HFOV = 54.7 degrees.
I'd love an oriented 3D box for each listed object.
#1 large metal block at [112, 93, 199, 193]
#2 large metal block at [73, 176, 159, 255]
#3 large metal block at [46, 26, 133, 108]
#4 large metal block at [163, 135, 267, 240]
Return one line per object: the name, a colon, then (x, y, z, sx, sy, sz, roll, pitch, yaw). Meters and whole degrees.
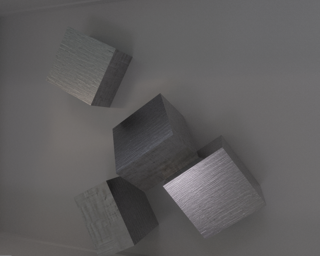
large metal block: (-0.009, 0.017, 0.379, 0.080, 0.050, 0.080, -35, 37, 16)
large metal block: (-0.053, 0.108, 0.400, 0.050, 0.080, 0.080, -28, 81, 18)
large metal block: (-0.098, -0.083, 0.432, 0.080, 0.050, 0.080, 29, 99, 17)
large metal block: (0.063, 0.068, 0.364, 0.080, 0.050, 0.080, -36, 95, 16)
